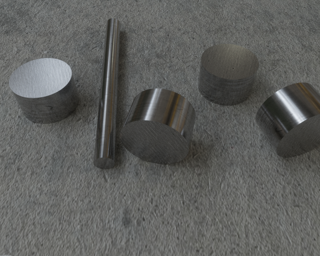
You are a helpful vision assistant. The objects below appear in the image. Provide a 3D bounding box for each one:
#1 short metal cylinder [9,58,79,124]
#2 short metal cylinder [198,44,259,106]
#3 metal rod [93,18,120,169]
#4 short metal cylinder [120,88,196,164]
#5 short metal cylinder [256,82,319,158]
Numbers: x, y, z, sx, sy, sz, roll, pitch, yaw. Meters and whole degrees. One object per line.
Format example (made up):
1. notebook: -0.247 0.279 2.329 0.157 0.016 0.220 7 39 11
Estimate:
1. short metal cylinder: -0.158 -0.052 0.430 0.081 0.050 0.080 0 50 0
2. short metal cylinder: 0.098 -0.079 0.454 0.081 0.050 0.080 0 50 0
3. metal rod: -0.075 -0.073 0.463 0.025 0.025 0.300 -3 50 -2
4. short metal cylinder: -0.001 0.000 0.368 0.080 0.080 0.050 10 51 8
5. short metal cylinder: 0.166 -0.008 0.376 0.081 0.080 0.050 -13 52 -11
